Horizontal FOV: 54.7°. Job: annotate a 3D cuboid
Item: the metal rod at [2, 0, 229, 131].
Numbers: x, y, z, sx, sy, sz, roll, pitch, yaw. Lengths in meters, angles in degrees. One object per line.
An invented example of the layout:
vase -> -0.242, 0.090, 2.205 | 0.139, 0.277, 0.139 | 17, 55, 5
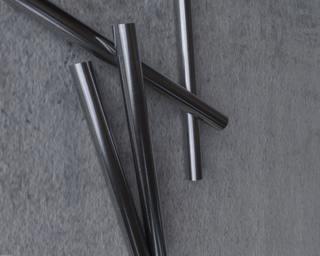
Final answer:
metal rod -> -0.026, -0.068, 0.364 | 0.301, 0.025, 0.025 | 28, 72, -31

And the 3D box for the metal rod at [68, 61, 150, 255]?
metal rod -> -0.049, 0.071, 0.365 | 0.025, 0.025, 0.298 | -25, 106, -38

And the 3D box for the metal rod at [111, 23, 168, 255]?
metal rod -> -0.019, 0.034, 0.363 | 0.025, 0.025, 0.298 | -22, 112, -38

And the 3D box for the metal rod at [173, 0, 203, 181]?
metal rod -> 0.039, -0.075, 0.439 | 0.025, 0.025, 0.298 | -8, 95, -40
